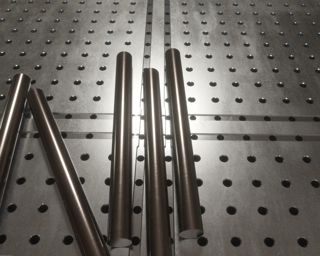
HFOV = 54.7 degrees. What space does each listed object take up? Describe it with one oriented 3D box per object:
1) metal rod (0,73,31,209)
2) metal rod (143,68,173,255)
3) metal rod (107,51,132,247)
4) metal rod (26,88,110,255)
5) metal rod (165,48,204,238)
[{"bbox_3d":[-0.192,0.042,0.369,0.025,0.025,0.300,-4,50,-4],"label":"metal rod"},{"bbox_3d":[-0.006,0.032,0.380,0.025,0.025,0.300,-2,50,-2],"label":"metal rod"},{"bbox_3d":[-0.049,0.000,0.406,0.025,0.025,0.300,-2,50,-2],"label":"metal rod"},{"bbox_3d":[-0.109,0.055,0.359,0.025,0.025,0.300,-22,54,-18],"label":"metal rod"},{"bbox_3d":[0.026,-0.006,0.413,0.025,0.025,0.300,-1,50,-2],"label":"metal rod"}]
